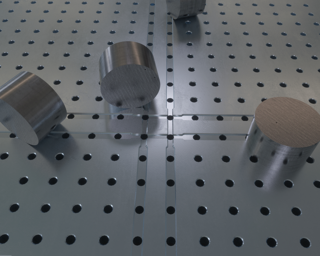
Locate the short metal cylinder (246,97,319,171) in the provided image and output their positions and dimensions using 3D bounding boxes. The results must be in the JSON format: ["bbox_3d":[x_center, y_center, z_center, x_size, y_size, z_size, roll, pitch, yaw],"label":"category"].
[{"bbox_3d":[0.154,0.007,0.386,0.081,0.050,0.080,0,50,0],"label":"short metal cylinder"}]

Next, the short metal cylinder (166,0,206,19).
[{"bbox_3d":[0.046,-0.251,0.583,0.050,0.080,0.080,-15,52,-13],"label":"short metal cylinder"}]

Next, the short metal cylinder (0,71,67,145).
[{"bbox_3d":[-0.167,-0.024,0.391,0.080,0.080,0.050,25,55,19],"label":"short metal cylinder"}]

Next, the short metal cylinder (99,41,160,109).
[{"bbox_3d":[-0.043,-0.073,0.433,0.081,0.080,0.050,-8,51,-6],"label":"short metal cylinder"}]
